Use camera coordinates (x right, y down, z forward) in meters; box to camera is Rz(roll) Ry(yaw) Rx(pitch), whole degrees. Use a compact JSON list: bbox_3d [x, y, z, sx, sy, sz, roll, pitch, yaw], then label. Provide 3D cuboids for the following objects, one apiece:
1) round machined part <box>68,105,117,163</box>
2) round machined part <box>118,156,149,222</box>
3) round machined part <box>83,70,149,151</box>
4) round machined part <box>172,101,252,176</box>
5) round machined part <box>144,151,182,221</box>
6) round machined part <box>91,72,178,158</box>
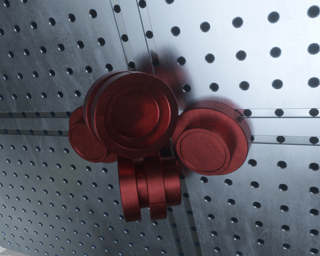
[{"bbox_3d":[-0.095,0.012,0.458,0.098,0.042,0.097,13,124,21],"label":"round machined part"},{"bbox_3d":[-0.030,0.075,0.421,0.042,0.098,0.097,-7,120,-4],"label":"round machined part"},{"bbox_3d":[-0.047,-0.024,0.390,0.042,0.099,0.098,31,144,63],"label":"round machined part"},{"bbox_3d":[0.059,0.019,0.382,0.098,0.042,0.097,13,124,21],"label":"round machined part"},{"bbox_3d":[0.003,0.073,0.420,0.042,0.098,0.097,-7,120,-4],"label":"round machined part"},{"bbox_3d":[-0.032,-0.017,0.362,0.042,0.099,0.098,31,144,63],"label":"round machined part"}]
